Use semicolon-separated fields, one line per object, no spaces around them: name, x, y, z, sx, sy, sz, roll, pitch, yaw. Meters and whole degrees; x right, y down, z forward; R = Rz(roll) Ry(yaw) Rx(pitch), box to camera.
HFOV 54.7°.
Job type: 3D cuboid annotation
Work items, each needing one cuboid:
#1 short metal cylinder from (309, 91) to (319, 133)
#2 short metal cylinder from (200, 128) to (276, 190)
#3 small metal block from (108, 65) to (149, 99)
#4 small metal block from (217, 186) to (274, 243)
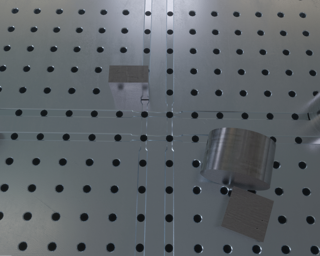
short metal cylinder;0.249;-0.027;0.410;0.081;0.050;0.080;0;70;0
short metal cylinder;0.093;0.039;0.369;0.080;0.080;0.050;14;71;5
small metal block;-0.040;-0.061;0.420;0.050;0.050;0.025;0;70;0
small metal block;0.103;0.104;0.374;0.050;0.025;0.050;20;71;7
